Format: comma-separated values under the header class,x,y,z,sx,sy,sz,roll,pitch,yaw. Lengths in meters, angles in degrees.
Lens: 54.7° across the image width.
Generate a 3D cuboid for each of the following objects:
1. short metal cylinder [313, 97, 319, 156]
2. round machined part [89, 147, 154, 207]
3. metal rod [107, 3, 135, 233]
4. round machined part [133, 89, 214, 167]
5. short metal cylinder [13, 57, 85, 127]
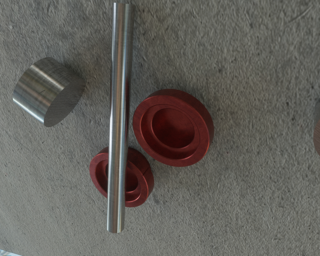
class,x,y,z,sx,sy,sz,roll,pitch,yaw
short metal cylinder,0.189,-0.002,0.290,0.080,0.050,0.079,13,124,20
round machined part,-0.052,0.067,0.463,0.098,0.042,0.097,13,124,20
metal rod,-0.052,0.002,0.392,0.025,0.025,0.298,13,111,21
round machined part,0.019,-0.004,0.382,0.098,0.042,0.097,13,124,20
short metal cylinder,-0.147,-0.048,0.417,0.050,0.080,0.079,36,129,3
